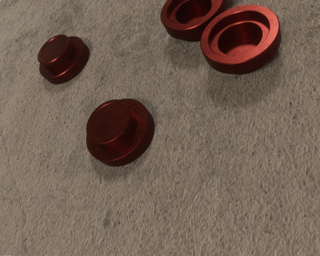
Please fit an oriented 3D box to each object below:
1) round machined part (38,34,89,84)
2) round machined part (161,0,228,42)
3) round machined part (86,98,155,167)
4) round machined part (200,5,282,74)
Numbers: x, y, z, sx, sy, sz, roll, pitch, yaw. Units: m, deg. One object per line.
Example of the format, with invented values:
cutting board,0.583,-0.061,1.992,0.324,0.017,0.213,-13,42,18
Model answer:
round machined part,-0.183,-0.132,0.567,0.098,0.042,0.098,-13,56,20
round machined part,0.054,-0.170,0.468,0.098,0.042,0.098,-13,56,20
round machined part,-0.060,0.000,0.423,0.098,0.042,0.098,-13,56,20
round machined part,0.106,-0.109,0.404,0.098,0.042,0.098,-13,56,20
